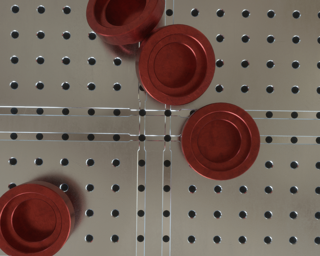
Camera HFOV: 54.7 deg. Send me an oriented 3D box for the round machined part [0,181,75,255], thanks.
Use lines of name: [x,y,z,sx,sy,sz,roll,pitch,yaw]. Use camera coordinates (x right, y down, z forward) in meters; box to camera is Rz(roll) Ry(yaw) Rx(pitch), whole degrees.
round machined part: [-0.160,0.117,0.403,0.099,0.042,0.097,0,90,-1]

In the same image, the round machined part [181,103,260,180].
round machined part: [0.076,0.017,0.406,0.099,0.042,0.097,0,90,-1]

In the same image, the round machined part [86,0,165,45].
round machined part: [-0.039,-0.146,0.391,0.098,0.042,0.098,-7,69,19]

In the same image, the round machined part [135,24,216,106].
round machined part: [0.017,-0.080,0.394,0.099,0.042,0.097,-5,107,-15]
